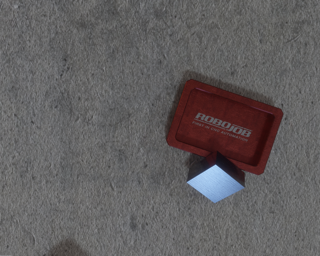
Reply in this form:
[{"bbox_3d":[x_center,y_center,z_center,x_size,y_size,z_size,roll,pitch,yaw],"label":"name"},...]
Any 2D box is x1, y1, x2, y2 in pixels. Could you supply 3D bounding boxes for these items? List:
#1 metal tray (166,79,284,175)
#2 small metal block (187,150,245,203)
[{"bbox_3d":[0.083,-0.001,0.407,0.131,0.030,0.090,19,90,0],"label":"metal tray"},{"bbox_3d":[0.071,0.063,0.392,0.050,0.025,0.050,38,127,-16],"label":"small metal block"}]
